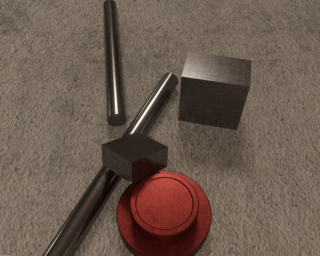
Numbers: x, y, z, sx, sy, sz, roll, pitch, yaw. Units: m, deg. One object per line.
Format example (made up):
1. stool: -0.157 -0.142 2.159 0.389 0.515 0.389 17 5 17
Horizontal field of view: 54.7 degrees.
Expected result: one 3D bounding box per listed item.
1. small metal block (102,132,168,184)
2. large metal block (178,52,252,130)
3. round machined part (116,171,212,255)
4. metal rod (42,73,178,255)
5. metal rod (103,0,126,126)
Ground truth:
1. small metal block: -0.027 0.030 0.336 0.050 0.025 0.050 -20 33 -41
2. large metal block: 0.070 -0.048 0.409 0.080 0.080 0.050 10 51 8
3. round machined part: 0.004 0.086 0.320 0.099 0.042 0.098 0 50 0
4. metal rod: -0.045 0.032 0.375 0.025 0.025 0.301 19 52 15
5. metal rod: -0.077 -0.124 0.506 0.025 0.025 0.300 -6 50 -5
